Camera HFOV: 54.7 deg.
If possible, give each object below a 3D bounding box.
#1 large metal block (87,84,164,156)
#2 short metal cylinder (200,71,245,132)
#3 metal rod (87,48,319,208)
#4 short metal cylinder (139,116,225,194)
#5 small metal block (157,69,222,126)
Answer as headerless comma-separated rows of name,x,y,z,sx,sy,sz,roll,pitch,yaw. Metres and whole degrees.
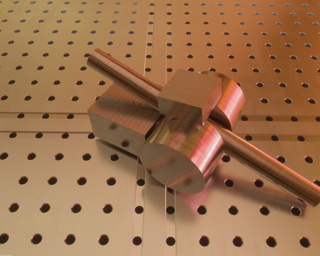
large metal block,-0.032,-0.018,0.398,0.080,0.050,0.080,23,54,18
short metal cylinder,0.059,-0.024,0.389,0.080,0.080,0.050,22,54,17
metal rod,0.046,-0.004,0.355,0.301,0.025,0.025,33,56,6
short metal cylinder,0.024,0.028,0.344,0.080,0.080,0.050,24,54,18
small metal block,0.032,-0.034,0.329,0.050,0.025,0.050,18,52,25
